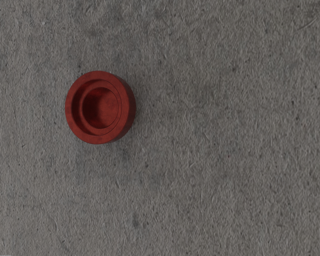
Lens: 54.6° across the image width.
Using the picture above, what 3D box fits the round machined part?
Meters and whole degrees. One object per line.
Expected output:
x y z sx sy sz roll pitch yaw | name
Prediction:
-0.078 -0.027 0.428 0.098 0.042 0.097 0 90 20 | round machined part
